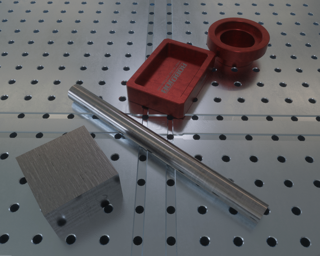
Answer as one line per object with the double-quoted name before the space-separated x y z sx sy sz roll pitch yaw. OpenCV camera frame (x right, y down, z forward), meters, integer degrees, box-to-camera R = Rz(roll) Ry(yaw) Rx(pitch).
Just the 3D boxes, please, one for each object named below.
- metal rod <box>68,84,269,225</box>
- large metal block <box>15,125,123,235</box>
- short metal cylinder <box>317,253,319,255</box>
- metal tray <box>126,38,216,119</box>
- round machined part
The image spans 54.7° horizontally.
"metal rod" -0.007 0.020 0.390 0.300 0.025 0.025 32 57 24
"large metal block" -0.099 0.055 0.344 0.081 0.050 0.080 -28 56 -22
"short metal cylinder" 0.182 0.140 0.275 0.081 0.050 0.080 0 50 0
"metal tray" 0.020 -0.080 0.471 0.090 0.030 0.130 21 53 17
"round machined part" 0.127 -0.139 0.514 0.099 0.042 0.098 0 50 0
